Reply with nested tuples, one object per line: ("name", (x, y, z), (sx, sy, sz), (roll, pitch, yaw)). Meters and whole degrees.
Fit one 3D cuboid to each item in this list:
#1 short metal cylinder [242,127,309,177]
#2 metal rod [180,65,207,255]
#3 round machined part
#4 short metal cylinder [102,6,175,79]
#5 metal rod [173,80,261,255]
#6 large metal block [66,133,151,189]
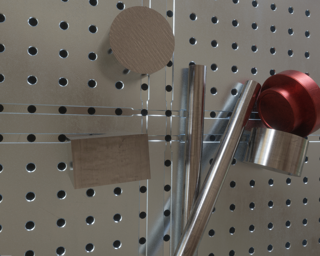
("short metal cylinder", (0.165, 0.035, 0.444), (0.081, 0.080, 0.050), (18, 84, -19))
("metal rod", (0.045, 0.063, 0.429), (0.025, 0.025, 0.298), (3, 89, -20))
("round machined part", (0.177, -0.029, 0.438), (0.042, 0.098, 0.098), (-23, 98, -21))
("short metal cylinder", (-0.028, -0.104, 0.389), (0.081, 0.050, 0.080), (0, 90, -20))
("metal rod", (0.077, 0.064, 0.420), (0.025, 0.025, 0.300), (32, 72, -17))
("large metal block", (-0.063, 0.033, 0.360), (0.081, 0.080, 0.050), (-4, 92, -20))
